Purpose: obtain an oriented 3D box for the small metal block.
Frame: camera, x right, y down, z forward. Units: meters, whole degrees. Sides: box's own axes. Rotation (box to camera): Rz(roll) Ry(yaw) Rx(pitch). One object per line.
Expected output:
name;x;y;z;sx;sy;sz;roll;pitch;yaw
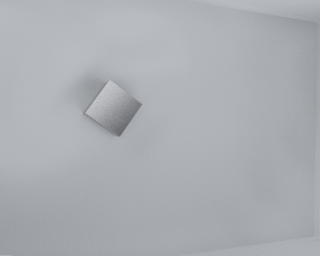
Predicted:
small metal block;-0.059;-0.024;0.388;0.050;0.025;0.050;37;78;-16
